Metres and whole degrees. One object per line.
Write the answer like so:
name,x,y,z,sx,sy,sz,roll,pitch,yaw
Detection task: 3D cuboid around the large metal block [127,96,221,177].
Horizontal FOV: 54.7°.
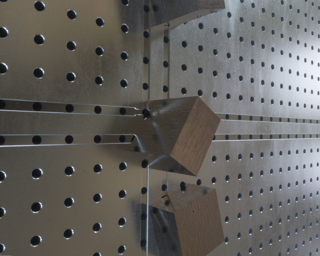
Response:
large metal block,0.017,0.009,0.390,0.050,0.080,0.080,41,65,-33

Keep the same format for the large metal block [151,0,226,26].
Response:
large metal block,0.031,-0.184,0.401,0.050,0.080,0.079,-20,103,-39

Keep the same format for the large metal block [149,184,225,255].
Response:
large metal block,0.039,0.132,0.428,0.081,0.050,0.079,-19,102,-39
